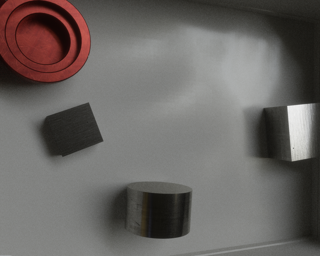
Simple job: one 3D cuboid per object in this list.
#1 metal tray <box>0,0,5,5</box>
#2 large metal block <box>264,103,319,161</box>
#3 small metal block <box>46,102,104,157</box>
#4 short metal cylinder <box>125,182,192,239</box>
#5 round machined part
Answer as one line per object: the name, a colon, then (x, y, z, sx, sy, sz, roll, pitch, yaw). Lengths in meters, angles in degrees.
metal tray: (-0.208, -0.099, 0.301, 0.090, 0.030, 0.129, 15, 83, -65)
large metal block: (0.214, 0.004, 0.478, 0.081, 0.050, 0.079, -6, 92, -20)
small metal block: (-0.103, 0.001, 0.373, 0.050, 0.025, 0.050, -22, 98, -19)
short metal cylinder: (-0.002, 0.098, 0.382, 0.081, 0.080, 0.050, 4, 89, -20)
round machined part: (-0.132, -0.098, 0.348, 0.099, 0.042, 0.097, -1, 92, -28)
